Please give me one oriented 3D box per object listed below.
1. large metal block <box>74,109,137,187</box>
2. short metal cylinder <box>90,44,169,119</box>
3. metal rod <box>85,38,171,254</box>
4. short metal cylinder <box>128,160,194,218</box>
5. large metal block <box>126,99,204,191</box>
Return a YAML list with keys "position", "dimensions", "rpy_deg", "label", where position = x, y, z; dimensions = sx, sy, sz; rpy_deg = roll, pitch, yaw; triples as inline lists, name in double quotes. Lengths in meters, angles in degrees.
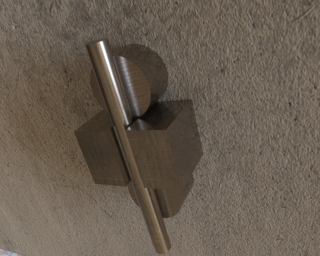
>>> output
- position: [-0.057, 0.020, 0.415]
  dimensions: [0.050, 0.080, 0.080]
  rpy_deg: [-1, 118, 28]
  label: "large metal block"
- position: [-0.036, -0.056, 0.376]
  dimensions: [0.080, 0.050, 0.079]
  rpy_deg: [13, 123, 21]
  label: "short metal cylinder"
- position: [-0.031, 0.041, 0.385]
  dimensions: [0.025, 0.025, 0.298]
  rpy_deg: [-1, 118, 28]
  label: "metal rod"
- position: [0.002, 0.080, 0.441]
  dimensions: [0.080, 0.050, 0.079]
  rpy_deg: [13, 123, 21]
  label: "short metal cylinder"
- position: [0.010, 0.018, 0.379]
  dimensions: [0.050, 0.080, 0.080]
  rpy_deg: [-1, 118, 28]
  label: "large metal block"
